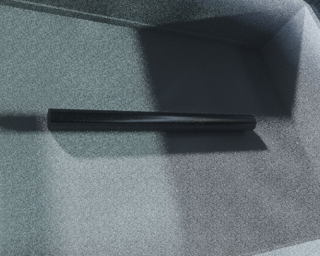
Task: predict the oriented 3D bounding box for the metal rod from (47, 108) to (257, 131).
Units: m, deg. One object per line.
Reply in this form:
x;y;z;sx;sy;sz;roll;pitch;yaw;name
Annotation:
0.010;-0.009;0.415;0.303;0.025;0.025;0;62;-28;metal rod
